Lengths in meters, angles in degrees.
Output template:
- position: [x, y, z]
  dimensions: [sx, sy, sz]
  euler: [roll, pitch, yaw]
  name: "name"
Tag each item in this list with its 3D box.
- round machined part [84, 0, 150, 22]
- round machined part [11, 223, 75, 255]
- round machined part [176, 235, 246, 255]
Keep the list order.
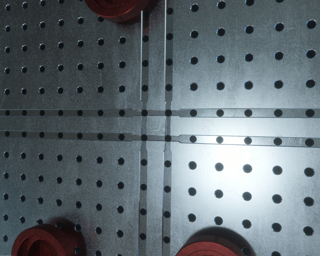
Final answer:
- position: [-0.053, -0.193, 0.421]
  dimensions: [0.098, 0.042, 0.097]
  euler: [0, 90, 19]
  name: "round machined part"
- position: [-0.167, 0.191, 0.461]
  dimensions: [0.098, 0.042, 0.097]
  euler: [0, 90, 19]
  name: "round machined part"
- position: [0.065, 0.180, 0.380]
  dimensions: [0.098, 0.042, 0.097]
  euler: [0, 90, 19]
  name: "round machined part"
